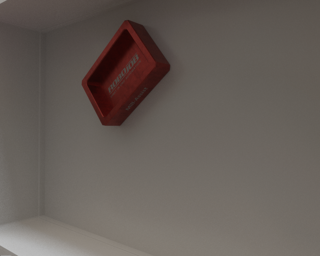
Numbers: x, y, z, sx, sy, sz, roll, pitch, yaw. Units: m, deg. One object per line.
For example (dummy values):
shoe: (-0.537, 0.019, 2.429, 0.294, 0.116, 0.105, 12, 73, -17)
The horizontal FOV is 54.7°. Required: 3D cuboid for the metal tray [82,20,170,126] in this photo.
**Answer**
metal tray: (-0.054, -0.075, 0.445, 0.129, 0.030, 0.090, -45, 63, 30)
